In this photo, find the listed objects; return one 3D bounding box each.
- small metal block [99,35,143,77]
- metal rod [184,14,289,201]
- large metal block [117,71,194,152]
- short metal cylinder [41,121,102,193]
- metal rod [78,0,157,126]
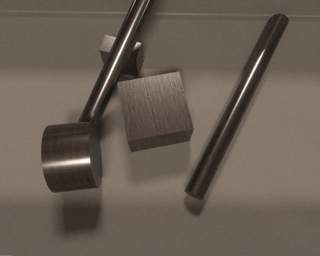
[{"bbox_3d":[-0.052,-0.099,0.432,0.050,0.050,0.025,14,71,5],"label":"small metal block"},{"bbox_3d":[0.112,-0.041,0.425,0.025,0.025,0.300,27,72,9],"label":"metal rod"},{"bbox_3d":[-0.007,-0.020,0.404,0.081,0.050,0.080,-11,71,-4],"label":"large metal block"},{"bbox_3d":[-0.101,0.034,0.367,0.050,0.080,0.080,-6,70,-3],"label":"short metal cylinder"},{"bbox_3d":[-0.033,-0.127,0.381,0.025,0.025,0.298,29,101,9],"label":"metal rod"}]
